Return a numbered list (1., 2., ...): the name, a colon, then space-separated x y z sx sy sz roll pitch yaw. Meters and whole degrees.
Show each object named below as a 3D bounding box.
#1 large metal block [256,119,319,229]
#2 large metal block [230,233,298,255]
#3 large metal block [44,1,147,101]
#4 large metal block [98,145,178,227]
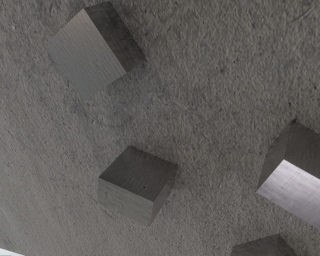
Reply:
1. large metal block: 0.155 0.047 0.319 0.080 0.080 0.050 30 128 8
2. large metal block: 0.154 0.205 0.437 0.080 0.050 0.080 49 129 -7
3. large metal block: -0.077 -0.092 0.375 0.080 0.050 0.080 -24 106 36
4. large metal block: -0.030 0.079 0.436 0.080 0.080 0.050 21 126 16
